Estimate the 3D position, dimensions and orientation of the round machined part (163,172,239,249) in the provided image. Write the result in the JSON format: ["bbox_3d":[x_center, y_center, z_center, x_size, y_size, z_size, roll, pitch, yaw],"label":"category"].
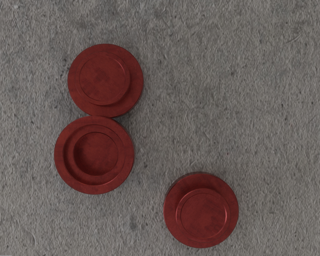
[{"bbox_3d":[0.054,0.108,0.402,0.099,0.042,0.097,0,90,0],"label":"round machined part"}]

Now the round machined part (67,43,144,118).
[{"bbox_3d":[-0.071,-0.061,0.401,0.099,0.042,0.097,0,90,0],"label":"round machined part"}]

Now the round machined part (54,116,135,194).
[{"bbox_3d":[-0.081,0.033,0.400,0.099,0.042,0.097,0,92,0],"label":"round machined part"}]
